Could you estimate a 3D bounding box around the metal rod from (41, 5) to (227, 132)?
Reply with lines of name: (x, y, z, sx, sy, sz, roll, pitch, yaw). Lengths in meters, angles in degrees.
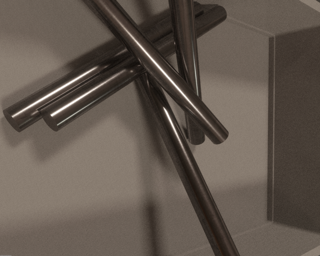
metal rod: (-0.008, -0.088, 0.375, 0.302, 0.025, 0.025, -40, 115, -34)

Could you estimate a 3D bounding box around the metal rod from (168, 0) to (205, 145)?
metal rod: (0.030, -0.088, 0.353, 0.025, 0.025, 0.298, -47, 144, -30)

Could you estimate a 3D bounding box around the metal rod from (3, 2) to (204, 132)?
metal rod: (-0.043, -0.089, 0.371, 0.302, 0.025, 0.025, -41, 115, -33)

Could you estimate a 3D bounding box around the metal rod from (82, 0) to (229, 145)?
metal rod: (-0.015, -0.081, 0.335, 0.300, 0.025, 0.025, 45, 63, -28)

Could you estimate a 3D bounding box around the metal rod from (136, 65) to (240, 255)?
metal rod: (0.037, 0.059, 0.360, 0.025, 0.025, 0.299, -14, 74, -40)
